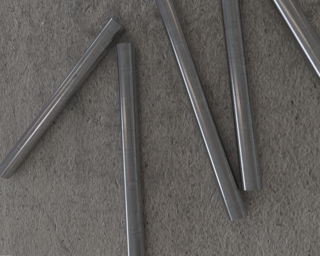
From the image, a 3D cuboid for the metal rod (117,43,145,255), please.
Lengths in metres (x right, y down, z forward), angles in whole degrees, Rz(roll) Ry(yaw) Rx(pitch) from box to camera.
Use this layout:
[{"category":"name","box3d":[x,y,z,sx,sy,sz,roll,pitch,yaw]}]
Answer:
[{"category":"metal rod","box3d":[-0.040,0.036,0.422,0.025,0.025,0.298,-3,89,20]}]

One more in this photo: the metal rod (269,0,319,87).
[{"category":"metal rod","box3d":[0.154,-0.123,0.354,0.025,0.025,0.299,-29,81,18]}]

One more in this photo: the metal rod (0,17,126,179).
[{"category":"metal rod","box3d":[-0.154,-0.037,0.463,0.025,0.025,0.299,45,104,14]}]

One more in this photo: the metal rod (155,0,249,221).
[{"category":"metal rod","box3d":[0.049,-0.034,0.391,0.025,0.025,0.299,-20,83,19]}]

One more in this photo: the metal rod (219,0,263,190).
[{"category":"metal rod","box3d":[0.094,-0.076,0.375,0.025,0.025,0.298,-7,88,20]}]
